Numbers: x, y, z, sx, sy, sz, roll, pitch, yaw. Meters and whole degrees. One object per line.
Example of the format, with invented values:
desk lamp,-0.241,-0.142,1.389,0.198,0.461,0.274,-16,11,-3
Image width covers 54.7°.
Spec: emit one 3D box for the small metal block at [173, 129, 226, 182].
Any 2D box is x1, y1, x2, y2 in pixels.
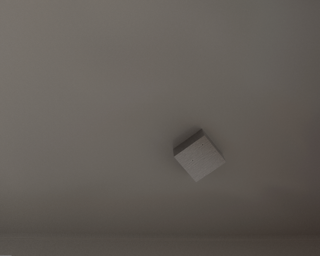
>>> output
small metal block,0.054,0.038,0.426,0.050,0.025,0.050,-37,107,12
